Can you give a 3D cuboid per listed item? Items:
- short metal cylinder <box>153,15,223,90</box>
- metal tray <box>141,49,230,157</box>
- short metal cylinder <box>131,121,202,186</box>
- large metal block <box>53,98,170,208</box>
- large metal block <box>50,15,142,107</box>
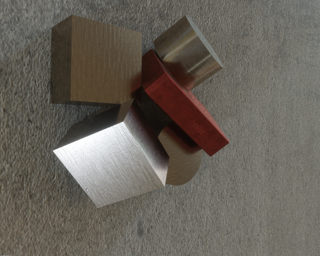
[{"bbox_3d":[0.037,-0.095,0.394,0.080,0.050,0.080,46,22,-24],"label":"short metal cylinder"},{"bbox_3d":[0.027,-0.031,0.388,0.030,0.090,0.130,-40,122,12],"label":"metal tray"},{"bbox_3d":[0.008,0.030,0.398,0.081,0.050,0.080,0,90,-40],"label":"short metal cylinder"},{"bbox_3d":[-0.046,0.027,0.323,0.080,0.080,0.050,60,21,-23],"label":"large metal block"},{"bbox_3d":[-0.067,-0.065,0.331,0.081,0.050,0.080,1,90,-40],"label":"large metal block"}]
